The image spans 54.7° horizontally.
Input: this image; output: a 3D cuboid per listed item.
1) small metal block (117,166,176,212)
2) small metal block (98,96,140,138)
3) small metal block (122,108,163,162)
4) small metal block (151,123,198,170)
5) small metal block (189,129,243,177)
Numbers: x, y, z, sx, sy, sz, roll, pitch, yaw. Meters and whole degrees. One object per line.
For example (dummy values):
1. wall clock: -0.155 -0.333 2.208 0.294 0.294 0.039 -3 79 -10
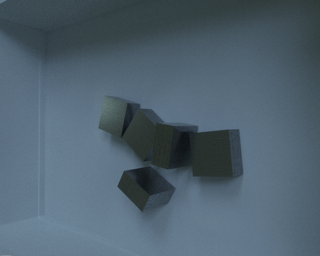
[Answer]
1. small metal block: -0.017 0.077 0.400 0.050 0.050 0.025 37 114 33
2. small metal block: -0.060 -0.017 0.451 0.050 0.025 0.050 20 102 38
3. small metal block: -0.017 0.009 0.415 0.050 0.025 0.050 46 117 30
4. small metal block: 0.018 0.020 0.372 0.025 0.050 0.050 12 98 38
5. small metal block: 0.063 0.029 0.350 0.050 0.025 0.050 -7 86 39
